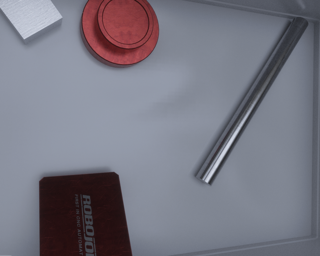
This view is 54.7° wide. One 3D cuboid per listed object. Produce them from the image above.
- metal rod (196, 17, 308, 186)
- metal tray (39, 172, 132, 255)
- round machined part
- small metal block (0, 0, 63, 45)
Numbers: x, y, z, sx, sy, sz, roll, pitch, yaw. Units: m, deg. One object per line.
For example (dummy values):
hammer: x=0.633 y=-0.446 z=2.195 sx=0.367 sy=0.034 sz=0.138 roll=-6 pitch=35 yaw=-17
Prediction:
metal rod: x=0.143 y=-0.047 z=0.464 sx=0.025 sy=0.025 sz=0.300 roll=37 pitch=78 yaw=-17
metal tray: x=-0.083 y=0.115 z=0.340 sx=0.091 sy=0.030 sz=0.130 roll=-1 pitch=54 yaw=-20
round machined part: x=-0.047 y=-0.127 z=0.385 sx=0.099 sy=0.042 sz=0.097 roll=0 pitch=90 yaw=-21
small metal block: x=-0.149 y=-0.133 z=0.355 sx=0.050 sy=0.025 sz=0.050 roll=-38 pitch=103 yaw=-16
